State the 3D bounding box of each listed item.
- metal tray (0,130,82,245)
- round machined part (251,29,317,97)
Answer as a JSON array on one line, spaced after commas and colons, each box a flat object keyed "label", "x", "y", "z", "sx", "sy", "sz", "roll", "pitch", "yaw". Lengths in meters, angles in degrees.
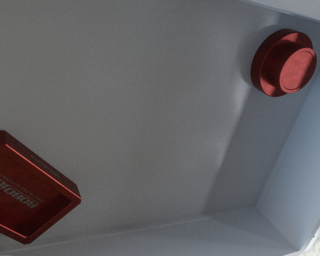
[{"label": "metal tray", "x": -0.168, "y": 0.074, "z": 0.359, "sx": 0.090, "sy": 0.030, "sz": 0.130, "roll": -39, "pitch": 130, "yaw": -2}, {"label": "round machined part", "x": 0.184, "y": -0.089, "z": 0.446, "sx": 0.099, "sy": 0.042, "sz": 0.097, "roll": -14, "pitch": 125, "yaw": -21}]
